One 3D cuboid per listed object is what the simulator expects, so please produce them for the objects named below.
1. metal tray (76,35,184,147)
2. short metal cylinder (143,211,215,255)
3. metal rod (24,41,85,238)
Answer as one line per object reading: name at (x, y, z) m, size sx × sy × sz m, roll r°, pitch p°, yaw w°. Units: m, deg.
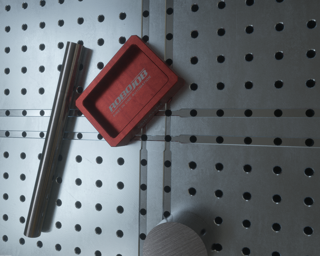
metal tray at (-0.043, -0.048, 0.424) m, size 0.130 × 0.030 × 0.090 m, roll -46°, pitch 76°, yaw 14°
short metal cylinder at (0.025, 0.151, 0.390) m, size 0.080 × 0.050 × 0.079 m, roll 0°, pitch 90°, yaw 19°
metal rod at (-0.161, 0.020, 0.467) m, size 0.025 × 0.025 × 0.298 m, roll 16°, pitch 95°, yaw 19°
